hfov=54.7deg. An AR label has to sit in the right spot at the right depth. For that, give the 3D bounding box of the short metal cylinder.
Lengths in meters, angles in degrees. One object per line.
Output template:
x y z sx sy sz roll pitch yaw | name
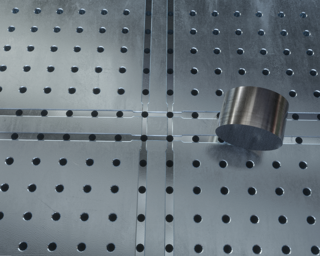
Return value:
0.115 -0.010 0.387 0.080 0.080 0.050 16 71 5 | short metal cylinder
